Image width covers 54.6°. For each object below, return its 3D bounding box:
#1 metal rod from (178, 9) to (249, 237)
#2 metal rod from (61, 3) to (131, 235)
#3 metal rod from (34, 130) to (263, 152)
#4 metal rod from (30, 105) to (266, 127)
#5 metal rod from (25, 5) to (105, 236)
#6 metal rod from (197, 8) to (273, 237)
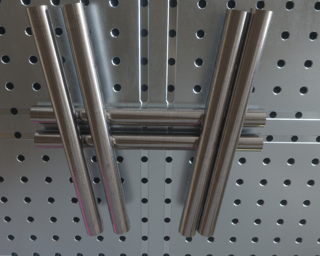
[{"bbox_3d":[0.062,0.009,0.391,0.025,0.025,0.298,9,110,-3],"label":"metal rod"},{"bbox_3d":[-0.075,0.004,0.388,0.025,0.025,0.298,-8,110,3],"label":"metal rod"},{"bbox_3d":[-0.014,0.017,0.420,0.302,0.025,0.025,1,110,-1],"label":"metal rod"},{"bbox_3d":[-0.014,-0.015,0.408,0.302,0.025,0.025,1,110,-1],"label":"metal rod"},{"bbox_3d":[-0.113,0.007,0.389,0.025,0.025,0.298,-8,110,3],"label":"metal rod"},{"bbox_3d":[0.088,0.009,0.391,0.025,0.025,0.298,9,110,-3],"label":"metal rod"}]
